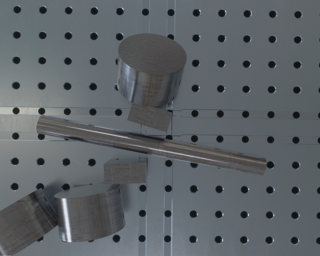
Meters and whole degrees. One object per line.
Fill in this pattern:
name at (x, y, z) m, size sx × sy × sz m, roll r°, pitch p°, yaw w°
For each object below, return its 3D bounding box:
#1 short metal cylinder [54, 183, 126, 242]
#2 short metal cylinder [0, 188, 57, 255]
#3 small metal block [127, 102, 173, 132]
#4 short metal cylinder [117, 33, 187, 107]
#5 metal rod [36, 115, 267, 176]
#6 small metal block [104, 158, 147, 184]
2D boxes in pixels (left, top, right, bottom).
short metal cylinder at (-0.086, 0.102, 0.385) m, size 0.080 × 0.080 × 0.050 m, roll -7°, pitch 90°, yaw 0°
short metal cylinder at (-0.172, 0.118, 0.385) m, size 0.080 × 0.080 × 0.050 m, roll -31°, pitch 90°, yaw 0°
small metal block at (-0.012, -0.014, 0.401) m, size 0.050 × 0.050 × 0.025 m, roll 17°, pitch 91°, yaw 0°
short metal cylinder at (-0.012, -0.072, 0.380) m, size 0.081 × 0.050 × 0.080 m, roll 6°, pitch 48°, yaw -6°
metal rod at (-0.011, 0.024, 0.413) m, size 0.302 × 0.025 × 0.025 m, roll 11°, pitch 90°, yaw 0°
small metal block at (-0.043, 0.055, 0.401) m, size 0.050 × 0.050 × 0.025 m, roll -2°, pitch 90°, yaw 0°
